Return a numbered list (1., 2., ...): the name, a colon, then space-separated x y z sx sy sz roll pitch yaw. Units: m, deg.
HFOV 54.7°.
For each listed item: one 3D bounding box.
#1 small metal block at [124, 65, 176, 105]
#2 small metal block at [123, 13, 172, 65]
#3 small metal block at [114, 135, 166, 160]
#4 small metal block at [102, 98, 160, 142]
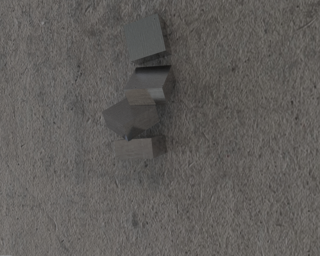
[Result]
1. small metal block: -0.012 -0.055 0.398 0.050 0.050 0.025 0 133 20
2. small metal block: -0.017 -0.118 0.415 0.050 0.025 0.050 -13 86 19
3. small metal block: -0.024 0.025 0.404 0.050 0.050 0.025 -5 92 20
4. small metal block: -0.038 -0.015 0.398 0.050 0.050 0.025 29 144 44
